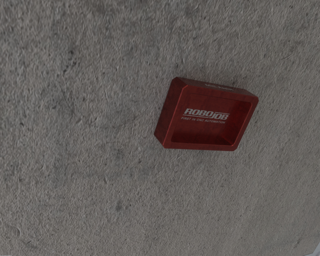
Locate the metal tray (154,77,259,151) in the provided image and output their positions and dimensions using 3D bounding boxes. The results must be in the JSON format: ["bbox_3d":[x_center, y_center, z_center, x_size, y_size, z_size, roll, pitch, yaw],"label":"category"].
[{"bbox_3d":[0.065,-0.015,0.428,0.131,0.030,0.089,5,116,-31],"label":"metal tray"}]
